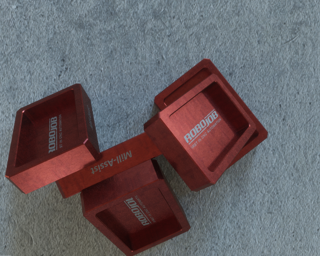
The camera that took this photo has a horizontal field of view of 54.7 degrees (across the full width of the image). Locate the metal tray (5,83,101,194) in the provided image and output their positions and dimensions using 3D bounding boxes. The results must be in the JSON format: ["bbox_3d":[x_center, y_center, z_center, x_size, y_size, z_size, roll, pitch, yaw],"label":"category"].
[{"bbox_3d":[-0.124,0.005,0.362,0.090,0.130,0.030,-24,129,-1],"label":"metal tray"}]

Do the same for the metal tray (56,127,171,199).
[{"bbox_3d":[-0.052,0.037,0.378,0.131,0.090,0.030,-25,90,0],"label":"metal tray"}]

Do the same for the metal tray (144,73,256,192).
[{"bbox_3d":[0.052,-0.001,0.356,0.090,0.030,0.131,52,45,-1],"label":"metal tray"}]

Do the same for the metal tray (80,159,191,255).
[{"bbox_3d":[-0.023,0.100,0.367,0.090,0.030,0.130,-25,135,0],"label":"metal tray"}]

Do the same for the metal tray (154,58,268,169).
[{"bbox_3d":[0.065,-0.014,0.409,0.090,0.030,0.130,-38,91,-1],"label":"metal tray"}]
